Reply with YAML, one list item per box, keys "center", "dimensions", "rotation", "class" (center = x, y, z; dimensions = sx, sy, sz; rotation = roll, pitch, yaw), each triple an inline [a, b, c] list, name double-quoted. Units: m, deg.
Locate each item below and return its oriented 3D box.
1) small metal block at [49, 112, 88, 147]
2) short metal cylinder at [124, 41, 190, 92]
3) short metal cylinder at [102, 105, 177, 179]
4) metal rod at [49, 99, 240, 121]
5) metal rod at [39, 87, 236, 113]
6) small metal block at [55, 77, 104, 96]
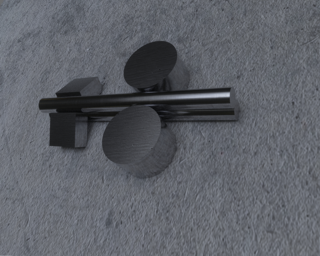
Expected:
- center: [-0.137, 0.003, 0.463]
  dimensions: [0.050, 0.025, 0.050]
  rotation: [1, 89, 28]
  class: "small metal block"
- center: [-0.004, -0.075, 0.437]
  dimensions: [0.080, 0.050, 0.080]
  rotation: [-13, 56, 21]
  class: "short metal cylinder"
- center: [-0.025, 0.018, 0.391]
  dimensions: [0.080, 0.050, 0.080]
  rotation: [-13, 56, 21]
  class: "short metal cylinder"
- center: [-0.040, -0.023, 0.441]
  dimensions: [0.300, 0.025, 0.025]
  rotation: [0, 62, 28]
  class: "metal rod"
- center: [-0.050, -0.035, 0.421]
  dimensions: [0.300, 0.025, 0.025]
  rotation: [0, 62, 28]
  class: "metal rod"
- center: [-0.128, -0.058, 0.497]
  dimensions: [0.050, 0.025, 0.050]
  rotation: [0, 35, 28]
  class: "small metal block"
